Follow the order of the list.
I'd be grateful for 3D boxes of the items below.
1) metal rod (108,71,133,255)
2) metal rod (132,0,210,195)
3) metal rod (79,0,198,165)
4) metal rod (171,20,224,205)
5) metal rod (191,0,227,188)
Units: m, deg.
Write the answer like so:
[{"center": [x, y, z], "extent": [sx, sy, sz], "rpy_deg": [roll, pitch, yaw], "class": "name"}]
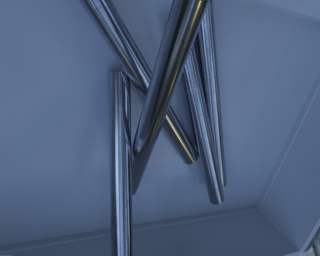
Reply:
[{"center": [-0.045, 0.086, 0.358], "extent": [0.025, 0.025, 0.298], "rpy_deg": [-2, 94, -28], "class": "metal rod"}, {"center": [-0.010, -0.005, 0.328], "extent": [0.025, 0.025, 0.298], "rpy_deg": [-10, 146, -23], "class": "metal rod"}, {"center": [-0.012, -0.045, 0.357], "extent": [0.025, 0.025, 0.300], "rpy_deg": [-37, 135, -4], "class": "metal rod"}, {"center": [0.056, -0.003, 0.427], "extent": [0.025, 0.025, 0.298], "rpy_deg": [-26, 124, -13], "class": "metal rod"}, {"center": [0.074, -0.025, 0.435], "extent": [0.025, 0.025, 0.298], "rpy_deg": [-24, 127, -14], "class": "metal rod"}]
